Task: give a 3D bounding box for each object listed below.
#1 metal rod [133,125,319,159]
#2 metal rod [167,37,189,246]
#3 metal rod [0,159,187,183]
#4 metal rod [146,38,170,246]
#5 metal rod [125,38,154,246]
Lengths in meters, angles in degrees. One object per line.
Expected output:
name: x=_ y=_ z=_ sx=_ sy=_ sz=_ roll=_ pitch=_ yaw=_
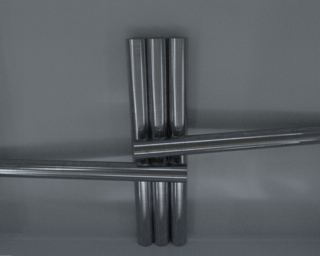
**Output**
metal rod: x=0.118 y=0.016 z=0.399 sx=0.302 sy=0.025 sz=0.025 roll=-4 pitch=110 yaw=-6
metal rod: x=0.025 y=0.032 z=0.422 sx=0.025 sy=0.025 sz=0.298 roll=-1 pitch=110 yaw=0
metal rod: x=-0.115 y=0.056 z=0.412 sx=0.302 sy=0.025 sz=0.025 roll=1 pitch=110 yaw=5
metal rod: x=-0.001 y=0.032 z=0.422 sx=0.025 sy=0.025 sz=0.298 roll=-1 pitch=110 yaw=0
metal rod: x=-0.025 y=0.033 z=0.422 sx=0.025 sy=0.025 sz=0.298 roll=-1 pitch=110 yaw=0
